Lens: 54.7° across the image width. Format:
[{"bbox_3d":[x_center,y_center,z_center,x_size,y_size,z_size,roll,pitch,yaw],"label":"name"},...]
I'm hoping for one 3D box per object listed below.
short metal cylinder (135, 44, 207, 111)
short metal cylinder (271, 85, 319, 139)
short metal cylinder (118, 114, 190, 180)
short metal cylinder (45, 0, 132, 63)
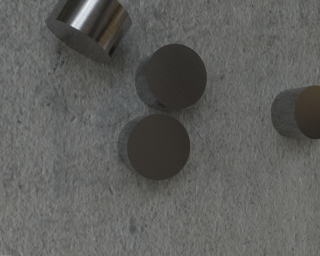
[{"bbox_3d":[0.013,-0.063,0.402,0.081,0.050,0.079,0,90,-20],"label":"short metal cylinder"},{"bbox_3d":[0.221,-0.023,0.480,0.081,0.050,0.079,0,90,-21],"label":"short metal cylinder"},{"bbox_3d":[-0.009,0.023,0.394,0.081,0.050,0.079,0,90,-21],"label":"short metal cylinder"},{"bbox_3d":[-0.079,-0.117,0.351,0.080,0.080,0.050,30,80,-18],"label":"short metal cylinder"}]
